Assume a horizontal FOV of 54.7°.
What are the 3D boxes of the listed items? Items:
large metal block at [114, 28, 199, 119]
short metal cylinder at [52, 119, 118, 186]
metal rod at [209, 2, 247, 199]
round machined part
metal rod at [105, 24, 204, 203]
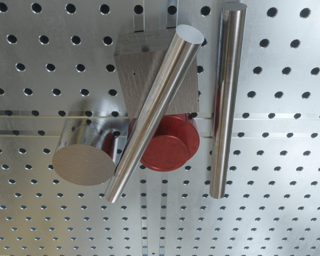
[{"bbox_3d":[-0.001,-0.060,0.344,0.080,0.050,0.080,-5,130,4],"label":"large metal block"},{"bbox_3d":[-0.100,0.034,0.423,0.081,0.050,0.079,0,130,0],"label":"short metal cylinder"},{"bbox_3d":[0.083,-0.008,0.405,0.025,0.025,0.298,-3,130,2],"label":"metal rod"},{"bbox_3d":[0.005,0.022,0.419,0.099,0.042,0.097,-1,130,0],"label":"round machined part"},{"bbox_3d":[-0.024,0.013,0.362,0.025,0.025,0.298,15,139,-13],"label":"metal rod"}]
